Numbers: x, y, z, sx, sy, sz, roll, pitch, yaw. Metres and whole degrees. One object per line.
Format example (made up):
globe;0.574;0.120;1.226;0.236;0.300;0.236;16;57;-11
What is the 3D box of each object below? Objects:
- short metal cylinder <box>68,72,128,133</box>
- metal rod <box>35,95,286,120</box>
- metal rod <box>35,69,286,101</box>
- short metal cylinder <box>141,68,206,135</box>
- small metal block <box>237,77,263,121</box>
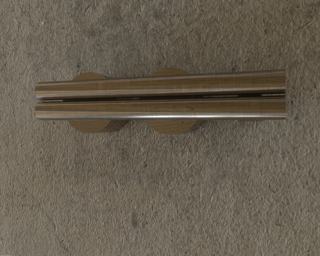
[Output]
short metal cylinder;-0.084;-0.033;0.426;0.080;0.050;0.080;0;90;20
metal rod;-0.016;-0.022;0.362;0.301;0.025;0.025;0;90;19
metal rod;-0.016;-0.048;0.362;0.301;0.025;0.025;0;90;19
short metal cylinder;0.020;-0.032;0.390;0.080;0.050;0.080;0;90;20
small metal block;0.106;-0.033;0.361;0.025;0.050;0.050;-2;89;20
